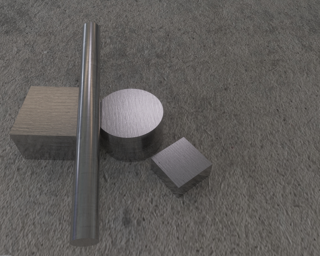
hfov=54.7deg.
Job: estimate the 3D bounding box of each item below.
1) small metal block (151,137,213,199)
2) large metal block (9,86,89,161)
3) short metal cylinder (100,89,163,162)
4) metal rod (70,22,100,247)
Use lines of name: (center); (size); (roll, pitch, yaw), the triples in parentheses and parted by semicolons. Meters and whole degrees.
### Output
small metal block: (0.025, 0.046, 0.365); (0.050, 0.025, 0.050); (-31, 57, -23)
large metal block: (-0.127, -0.006, 0.392); (0.080, 0.050, 0.080); (2, 50, 1)
short metal cylinder: (-0.036, -0.004, 0.390); (0.081, 0.050, 0.080); (0, 50, 0)
metal rod: (-0.082, -0.021, 0.356); (0.025, 0.025, 0.300); (-5, 54, -4)
